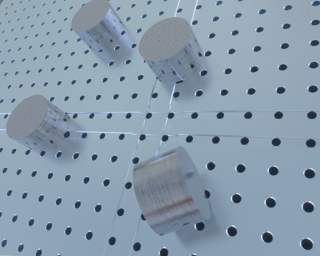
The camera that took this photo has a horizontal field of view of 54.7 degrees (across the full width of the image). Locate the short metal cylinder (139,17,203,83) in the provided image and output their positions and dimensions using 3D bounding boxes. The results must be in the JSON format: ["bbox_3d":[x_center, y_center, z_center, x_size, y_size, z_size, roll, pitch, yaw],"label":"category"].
[{"bbox_3d":[0.016,-0.113,0.452,0.080,0.050,0.080,-13,56,20],"label":"short metal cylinder"}]

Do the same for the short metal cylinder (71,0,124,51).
[{"bbox_3d":[-0.113,-0.188,0.564,0.080,0.050,0.080,-13,56,20],"label":"short metal cylinder"}]

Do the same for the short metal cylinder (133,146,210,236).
[{"bbox_3d":[0.013,0.065,0.325,0.050,0.080,0.080,-24,53,13],"label":"short metal cylinder"}]

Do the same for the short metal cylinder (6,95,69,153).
[{"bbox_3d":[-0.195,-0.006,0.496,0.080,0.050,0.080,-13,56,20],"label":"short metal cylinder"}]
